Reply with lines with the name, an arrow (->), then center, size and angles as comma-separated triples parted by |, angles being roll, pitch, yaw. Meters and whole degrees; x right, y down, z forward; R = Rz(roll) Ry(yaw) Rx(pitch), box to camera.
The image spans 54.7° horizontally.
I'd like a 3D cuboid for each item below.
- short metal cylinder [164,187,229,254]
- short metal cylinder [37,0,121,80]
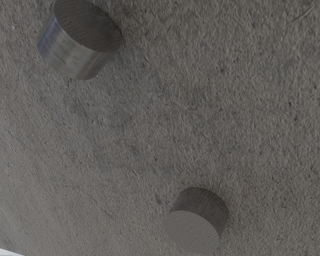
short metal cylinder -> 0.053, 0.132, 0.445 | 0.080, 0.050, 0.079 | 13, 124, 21
short metal cylinder -> -0.092, -0.102, 0.357 | 0.080, 0.080, 0.050 | 47, 129, -5
